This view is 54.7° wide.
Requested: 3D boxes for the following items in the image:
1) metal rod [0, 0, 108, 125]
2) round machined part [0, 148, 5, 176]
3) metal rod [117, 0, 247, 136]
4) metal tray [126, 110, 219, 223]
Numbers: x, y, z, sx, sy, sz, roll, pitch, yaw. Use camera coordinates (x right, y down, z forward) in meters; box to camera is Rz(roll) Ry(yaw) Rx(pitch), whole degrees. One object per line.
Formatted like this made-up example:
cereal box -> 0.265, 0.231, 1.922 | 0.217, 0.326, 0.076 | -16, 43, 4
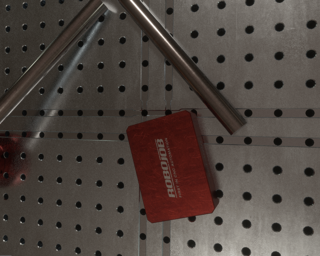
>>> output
metal rod -> -0.189, -0.073, 0.453 | 0.300, 0.025, 0.025 | -45, 76, 5
round machined part -> -0.296, 0.058, 0.506 | 0.098, 0.042, 0.097 | 0, 90, 19
metal rod -> 0.006, -0.113, 0.409 | 0.025, 0.025, 0.300 | -42, 77, 15
metal tray -> 0.015, 0.050, 0.404 | 0.090, 0.030, 0.129 | -16, 85, 19
